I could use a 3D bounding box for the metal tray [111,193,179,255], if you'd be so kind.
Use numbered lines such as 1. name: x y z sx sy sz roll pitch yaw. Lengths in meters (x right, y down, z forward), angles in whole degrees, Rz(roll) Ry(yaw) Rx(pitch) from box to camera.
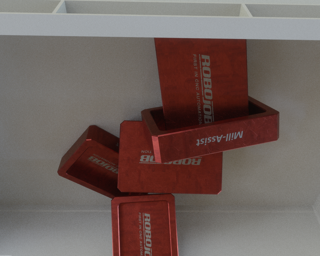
1. metal tray: -0.021 0.161 0.444 0.091 0.129 0.030 -3 170 -2

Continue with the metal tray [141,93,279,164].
1. metal tray: 0.050 -0.005 0.343 0.131 0.090 0.030 -10 111 -8

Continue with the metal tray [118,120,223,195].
1. metal tray: 0.013 0.038 0.403 0.131 0.030 0.089 2 88 -3

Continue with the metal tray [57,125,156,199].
1. metal tray: -0.069 0.060 0.455 0.131 0.030 0.090 31 123 -24

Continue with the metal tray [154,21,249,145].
1. metal tray: 0.047 -0.044 0.338 0.090 0.030 0.129 -5 109 6
